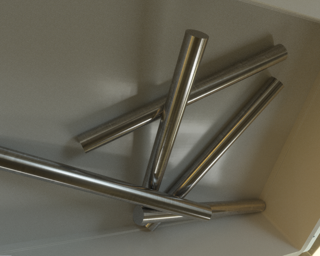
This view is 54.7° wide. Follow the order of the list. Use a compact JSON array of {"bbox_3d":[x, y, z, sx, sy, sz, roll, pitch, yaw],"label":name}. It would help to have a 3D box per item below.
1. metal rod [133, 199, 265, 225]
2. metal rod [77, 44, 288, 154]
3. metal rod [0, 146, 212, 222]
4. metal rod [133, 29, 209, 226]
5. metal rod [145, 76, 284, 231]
[{"bbox_3d":[0.084,0.136,0.518,0.302,0.025,0.025,9,114,-40],"label":"metal rod"},{"bbox_3d":[0.039,-0.044,0.404,0.302,0.025,0.025,-26,128,-13],"label":"metal rod"},{"bbox_3d":[-0.057,0.078,0.394,0.302,0.025,0.025,22,107,-26],"label":"metal rod"},{"bbox_3d":[0.004,0.023,0.400,0.025,0.025,0.298,-4,128,-27],"label":"metal rod"},{"bbox_3d":[0.079,0.043,0.480,0.299,0.025,0.025,-49,129,6],"label":"metal rod"}]
